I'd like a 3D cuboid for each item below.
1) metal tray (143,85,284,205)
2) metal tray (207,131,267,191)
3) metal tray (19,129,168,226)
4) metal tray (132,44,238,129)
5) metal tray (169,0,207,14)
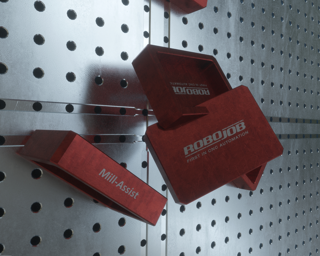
[{"bbox_3d":[0.059,0.017,0.346,0.131,0.030,0.090,-24,79,-13],"label":"metal tray"},{"bbox_3d":[0.134,0.034,0.521,0.130,0.030,0.090,47,62,-30],"label":"metal tray"},{"bbox_3d":[-0.065,0.050,0.313,0.130,0.090,0.030,42,64,-32],"label":"metal tray"},{"bbox_3d":[0.038,-0.049,0.372,0.131,0.030,0.090,-5,65,-46],"label":"metal tray"},{"bbox_3d":[0.034,-0.243,0.436,0.091,0.030,0.129,16,80,-39],"label":"metal tray"}]
